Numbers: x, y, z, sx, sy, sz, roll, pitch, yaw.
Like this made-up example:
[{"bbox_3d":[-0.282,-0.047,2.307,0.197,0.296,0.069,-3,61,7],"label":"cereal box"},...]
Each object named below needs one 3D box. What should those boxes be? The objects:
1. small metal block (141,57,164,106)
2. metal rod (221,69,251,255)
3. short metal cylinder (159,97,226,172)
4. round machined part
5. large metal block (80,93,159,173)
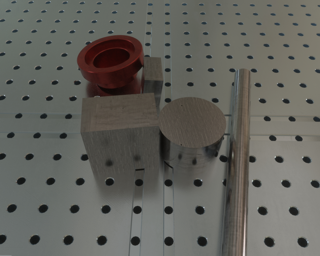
[{"bbox_3d":[-0.012,-0.067,0.446,0.025,0.050,0.050,1,50,-8],"label":"small metal block"},{"bbox_3d":[0.098,0.031,0.383,0.025,0.025,0.300,9,50,7],"label":"metal rod"},{"bbox_3d":[0.038,0.007,0.386,0.081,0.050,0.080,0,50,0],"label":"short metal cylinder"},{"bbox_3d":[-0.071,-0.097,0.471,0.099,0.042,0.098,-5,46,6],"label":"round machined part"},{"bbox_3d":[-0.044,0.007,0.365,0.081,0.080,0.050,-5,50,-5],"label":"large metal block"}]
